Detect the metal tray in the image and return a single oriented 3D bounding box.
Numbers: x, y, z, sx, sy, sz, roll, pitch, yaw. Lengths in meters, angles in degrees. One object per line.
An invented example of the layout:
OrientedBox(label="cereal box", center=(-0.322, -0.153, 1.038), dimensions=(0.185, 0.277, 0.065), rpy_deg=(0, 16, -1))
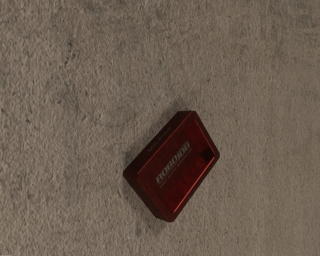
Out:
OrientedBox(label="metal tray", center=(0.022, 0.049, 0.421), dimensions=(0.131, 0.030, 0.090), rpy_deg=(-48, 119, -30))
